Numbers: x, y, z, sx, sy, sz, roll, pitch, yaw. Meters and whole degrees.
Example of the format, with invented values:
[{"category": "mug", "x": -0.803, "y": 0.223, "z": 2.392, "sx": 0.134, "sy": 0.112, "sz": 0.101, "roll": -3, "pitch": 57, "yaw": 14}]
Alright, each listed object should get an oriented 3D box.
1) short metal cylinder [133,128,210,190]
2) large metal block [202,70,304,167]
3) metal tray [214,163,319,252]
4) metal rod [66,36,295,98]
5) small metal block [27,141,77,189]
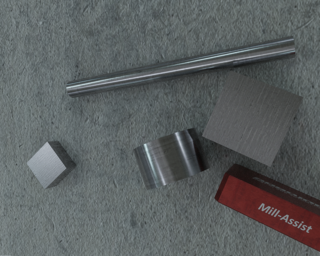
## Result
[{"category": "short metal cylinder", "x": 0.014, "y": 0.037, "z": 0.374, "sx": 0.080, "sy": 0.080, "sz": 0.050, "roll": -22, "pitch": 83, "yaw": 18}, {"category": "large metal block", "x": 0.106, "y": -0.011, "z": 0.358, "sx": 0.080, "sy": 0.050, "sz": 0.080, "roll": 25, "pitch": 98, "yaw": 18}, {"category": "metal tray", "x": 0.130, "y": 0.082, "z": 0.328, "sx": 0.130, "sy": 0.090, "sz": 0.030, "roll": 24, "pitch": 98, "yaw": 18}, {"category": "metal rod", "x": 0.012, "y": -0.075, "z": 0.403, "sx": 0.301, "sy": 0.025, "sz": 0.025, "roll": -7, "pitch": 88, "yaw": 19}, {"category": "small metal block", "x": -0.163, "y": 0.055, "z": 0.465, "sx": 0.050, "sy": 0.025, "sz": 0.050, "roll": -43, "pitch": 77, "yaw": 14}]
